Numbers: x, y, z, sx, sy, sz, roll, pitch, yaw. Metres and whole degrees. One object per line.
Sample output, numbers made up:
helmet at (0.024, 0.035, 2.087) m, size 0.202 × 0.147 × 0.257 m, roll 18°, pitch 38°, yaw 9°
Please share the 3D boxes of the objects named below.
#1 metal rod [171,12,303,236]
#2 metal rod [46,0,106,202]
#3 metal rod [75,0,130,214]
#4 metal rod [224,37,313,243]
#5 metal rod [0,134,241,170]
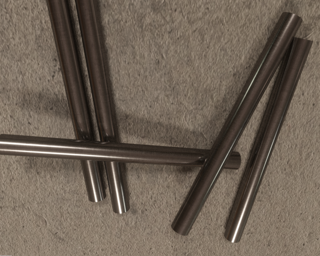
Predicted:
metal rod at (0.091, 0.002, 0.387) m, size 0.025 × 0.025 × 0.298 m, roll 25°, pitch 99°, yaw -9°
metal rod at (-0.105, -0.040, 0.393) m, size 0.025 × 0.025 × 0.298 m, roll -6°, pitch 110°, yaw 2°
metal rod at (-0.071, -0.022, 0.400) m, size 0.025 × 0.025 × 0.298 m, roll -6°, pitch 110°, yaw 1°
metal rod at (0.141, 0.030, 0.422) m, size 0.025 × 0.025 × 0.298 m, roll 11°, pitch 110°, yaw -5°
metal rod at (-0.041, 0.032, 0.397) m, size 0.302 × 0.025 × 0.025 m, roll 5°, pitch 110°, yaw -12°
